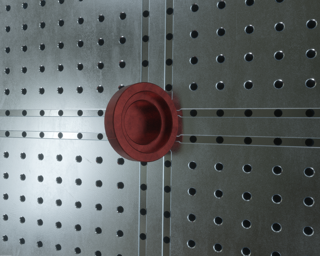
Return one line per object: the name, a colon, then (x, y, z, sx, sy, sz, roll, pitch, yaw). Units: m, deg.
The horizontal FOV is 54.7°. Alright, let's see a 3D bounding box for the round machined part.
round machined part: (-0.027, -0.007, 0.392, 0.042, 0.099, 0.097, -3, 89, 51)
